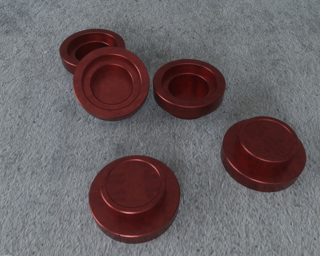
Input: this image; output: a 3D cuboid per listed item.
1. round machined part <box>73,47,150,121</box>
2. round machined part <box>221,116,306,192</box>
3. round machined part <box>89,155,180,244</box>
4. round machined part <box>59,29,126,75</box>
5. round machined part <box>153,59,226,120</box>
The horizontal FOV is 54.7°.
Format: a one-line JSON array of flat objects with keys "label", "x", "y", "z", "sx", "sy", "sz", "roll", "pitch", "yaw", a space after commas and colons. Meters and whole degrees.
[{"label": "round machined part", "x": -0.065, "y": -0.056, "z": 0.421, "sx": 0.099, "sy": 0.042, "sz": 0.098, "roll": 1, "pitch": 80, "yaw": -6}, {"label": "round machined part", "x": 0.125, "y": 0.024, "z": 0.373, "sx": 0.099, "sy": 0.042, "sz": 0.098, "roll": 0, "pitch": 50, "yaw": 0}, {"label": "round machined part", "x": -0.027, "y": 0.069, "z": 0.334, "sx": 0.099, "sy": 0.042, "sz": 0.098, "roll": 0, "pitch": 50, "yaw": 0}, {"label": "round machined part", "x": -0.102, "y": -0.110, "z": 0.484, "sx": 0.099, "sy": 0.042, "sz": 0.098, "roll": 0, "pitch": 50, "yaw": 0}, {"label": "round machined part", "x": 0.040, "y": -0.050, "z": 0.434, "sx": 0.099, "sy": 0.042, "sz": 0.098, "roll": 0, "pitch": 50, "yaw": 0}]
